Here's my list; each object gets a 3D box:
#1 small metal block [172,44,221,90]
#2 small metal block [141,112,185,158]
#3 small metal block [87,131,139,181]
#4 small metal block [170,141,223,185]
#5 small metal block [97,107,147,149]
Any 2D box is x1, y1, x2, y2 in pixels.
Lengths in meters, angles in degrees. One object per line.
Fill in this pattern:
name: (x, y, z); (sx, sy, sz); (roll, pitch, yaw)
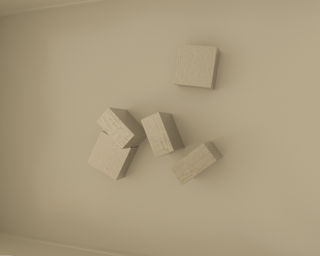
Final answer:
small metal block: (0.046, -0.077, 0.394); (0.050, 0.025, 0.050); (9, 93, 19)
small metal block: (0.005, 0.008, 0.395); (0.025, 0.050, 0.050); (-24, 82, 19)
small metal block: (-0.066, 0.038, 0.434); (0.050, 0.025, 0.050); (28, 99, 17)
small metal block: (0.046, 0.042, 0.381); (0.050, 0.050, 0.025); (-39, 78, 16)
small metal block: (-0.048, 0.000, 0.414); (0.050, 0.050, 0.025); (46, 104, 14)
